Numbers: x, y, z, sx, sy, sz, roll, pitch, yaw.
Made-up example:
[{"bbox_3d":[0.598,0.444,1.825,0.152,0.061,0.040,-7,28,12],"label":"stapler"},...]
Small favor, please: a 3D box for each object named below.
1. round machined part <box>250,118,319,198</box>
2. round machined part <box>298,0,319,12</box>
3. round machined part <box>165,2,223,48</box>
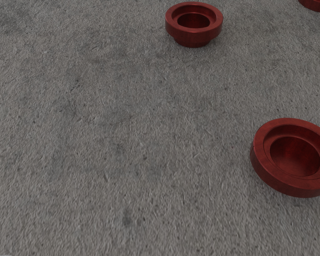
[{"bbox_3d":[0.154,0.038,0.361,0.099,0.042,0.098,0,50,0],"label":"round machined part"},{"bbox_3d":[0.336,-0.276,0.627,0.099,0.042,0.098,0,50,0],"label":"round machined part"},{"bbox_3d":[0.058,-0.177,0.541,0.099,0.042,0.098,0,50,0],"label":"round machined part"}]
